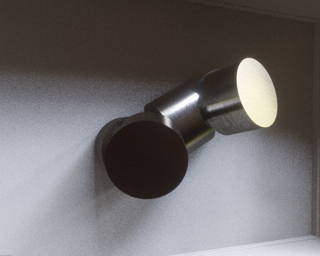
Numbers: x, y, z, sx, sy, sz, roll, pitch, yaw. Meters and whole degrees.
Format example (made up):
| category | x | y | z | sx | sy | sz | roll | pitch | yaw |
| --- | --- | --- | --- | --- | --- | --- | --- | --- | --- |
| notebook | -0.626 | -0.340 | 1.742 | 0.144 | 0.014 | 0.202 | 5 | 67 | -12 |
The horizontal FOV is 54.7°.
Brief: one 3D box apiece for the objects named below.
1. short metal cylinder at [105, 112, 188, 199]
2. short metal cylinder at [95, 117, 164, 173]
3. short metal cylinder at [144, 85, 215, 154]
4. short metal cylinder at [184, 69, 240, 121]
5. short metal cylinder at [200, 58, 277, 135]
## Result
| category | x | y | z | sx | sy | sz | roll | pitch | yaw |
| --- | --- | --- | --- | --- | --- | --- | --- | --- | --- |
| short metal cylinder | -0.013 | 0.027 | 0.323 | 0.081 | 0.050 | 0.079 | 0 | 102 | 0 |
| short metal cylinder | -0.036 | 0.026 | 0.383 | 0.081 | 0.050 | 0.079 | 0 | 90 | -21 |
| short metal cylinder | 0.023 | -0.007 | 0.389 | 0.050 | 0.080 | 0.080 | -31 | 101 | -17 |
| short metal cylinder | 0.072 | -0.037 | 0.423 | 0.081 | 0.050 | 0.079 | 0 | 90 | -21 |
| short metal cylinder | 0.093 | -0.035 | 0.362 | 0.081 | 0.050 | 0.080 | 13 | 70 | -39 |
